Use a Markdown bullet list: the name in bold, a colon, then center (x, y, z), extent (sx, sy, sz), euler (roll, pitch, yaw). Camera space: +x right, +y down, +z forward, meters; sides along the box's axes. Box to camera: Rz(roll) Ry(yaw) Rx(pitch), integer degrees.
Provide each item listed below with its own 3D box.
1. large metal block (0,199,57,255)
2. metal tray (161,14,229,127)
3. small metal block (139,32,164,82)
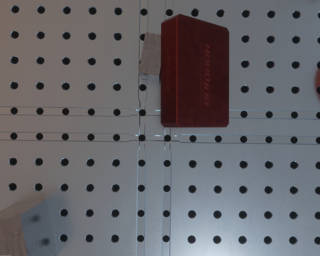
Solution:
- **large metal block**: center (-0.173, 0.141, 0.384), extent (0.050, 0.080, 0.080), euler (-11, 90, 0)
- **metal tray**: center (0.046, -0.065, 0.387), extent (0.091, 0.030, 0.129), euler (0, 90, -38)
- **small metal block**: center (-0.009, -0.090, 0.401), extent (0.025, 0.050, 0.050), euler (9, 90, 0)
